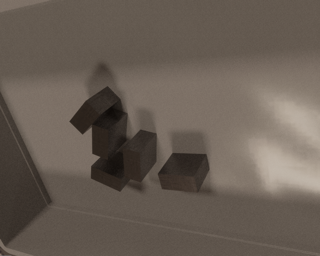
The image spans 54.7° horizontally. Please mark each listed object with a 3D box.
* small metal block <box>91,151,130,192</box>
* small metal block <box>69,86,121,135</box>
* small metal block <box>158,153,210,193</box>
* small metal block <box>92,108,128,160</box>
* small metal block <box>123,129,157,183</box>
[{"bbox_3d":[-0.068,0.061,0.464,0.050,0.050,0.025,21,126,15],"label":"small metal block"},{"bbox_3d":[-0.088,-0.024,0.422,0.025,0.050,0.050,46,129,-4],"label":"small metal block"},{"bbox_3d":[0.032,0.058,0.410,0.050,0.050,0.025,0,118,28],"label":"small metal block"},{"bbox_3d":[-0.070,0.008,0.432,0.025,0.050,0.050,19,126,16],"label":"small metal block"},{"bbox_3d":[-0.027,0.038,0.429,0.025,0.050,0.050,14,124,20],"label":"small metal block"}]
